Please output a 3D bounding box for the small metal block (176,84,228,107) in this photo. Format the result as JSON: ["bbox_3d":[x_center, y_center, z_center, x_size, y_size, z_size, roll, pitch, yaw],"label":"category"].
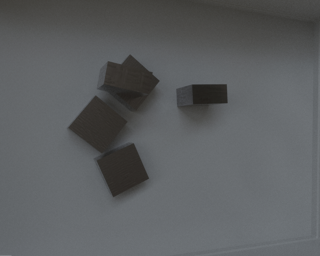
[{"bbox_3d":[0.056,-0.044,0.419,0.050,0.050,0.025,-3,92,-20],"label":"small metal block"}]

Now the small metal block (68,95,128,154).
[{"bbox_3d":[-0.078,-0.004,0.383,0.050,0.025,0.050,41,77,-16],"label":"small metal block"}]

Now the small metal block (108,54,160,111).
[{"bbox_3d":[-0.038,-0.057,0.397,0.050,0.025,0.050,41,77,-16],"label":"small metal block"}]

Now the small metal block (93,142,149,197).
[{"bbox_3d":[-0.049,0.052,0.393,0.050,0.025,0.050,-25,99,-19],"label":"small metal block"}]

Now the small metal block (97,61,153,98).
[{"bbox_3d":[-0.042,-0.054,0.356,0.050,0.050,0.025,11,87,-20],"label":"small metal block"}]
